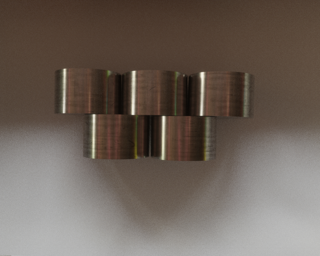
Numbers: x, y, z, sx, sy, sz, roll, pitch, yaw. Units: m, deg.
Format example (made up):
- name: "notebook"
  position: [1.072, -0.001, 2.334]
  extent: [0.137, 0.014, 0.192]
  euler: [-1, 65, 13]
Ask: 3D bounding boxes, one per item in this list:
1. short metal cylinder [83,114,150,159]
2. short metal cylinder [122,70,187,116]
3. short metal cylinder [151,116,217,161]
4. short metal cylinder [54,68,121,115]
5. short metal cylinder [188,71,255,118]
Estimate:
- name: "short metal cylinder"
  position: [-0.053, 0.009, 0.382]
  extent: [0.081, 0.080, 0.050]
  euler: [1, 90, 0]
- name: "short metal cylinder"
  position: [-0.007, -0.039, 0.382]
  extent: [0.081, 0.080, 0.050]
  euler: [1, 90, 0]
- name: "short metal cylinder"
  position: [0.029, 0.011, 0.382]
  extent: [0.081, 0.080, 0.050]
  euler: [1, 90, 0]
- name: "short metal cylinder"
  position: [-0.088, -0.041, 0.381]
  extent: [0.081, 0.080, 0.050]
  euler: [1, 90, 0]
- name: "short metal cylinder"
  position: [0.074, -0.038, 0.383]
  extent: [0.081, 0.080, 0.050]
  euler: [2, 90, 0]
